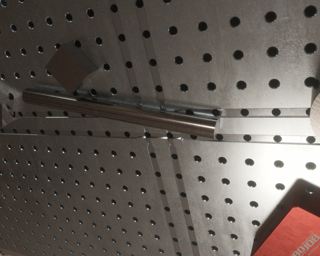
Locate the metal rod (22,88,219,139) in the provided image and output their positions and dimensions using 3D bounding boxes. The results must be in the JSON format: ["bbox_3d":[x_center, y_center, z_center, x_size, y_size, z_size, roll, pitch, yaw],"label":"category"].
[{"bbox_3d":[-0.069,-0.025,0.430,0.301,0.025,0.025,11,123,22],"label":"metal rod"}]

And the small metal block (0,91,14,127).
[{"bbox_3d":[-0.282,-0.037,0.534,0.050,0.025,0.050,29,128,9],"label":"small metal block"}]

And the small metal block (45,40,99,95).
[{"bbox_3d":[-0.120,-0.082,0.422,0.050,0.025,0.050,49,128,-7],"label":"small metal block"}]

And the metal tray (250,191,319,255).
[{"bbox_3d":[0.187,0.151,0.403,0.090,0.030,0.129,26,128,11],"label":"metal tray"}]

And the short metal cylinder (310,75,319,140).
[{"bbox_3d":[0.184,-0.021,0.285,0.080,0.050,0.079,13,124,20],"label":"short metal cylinder"}]
